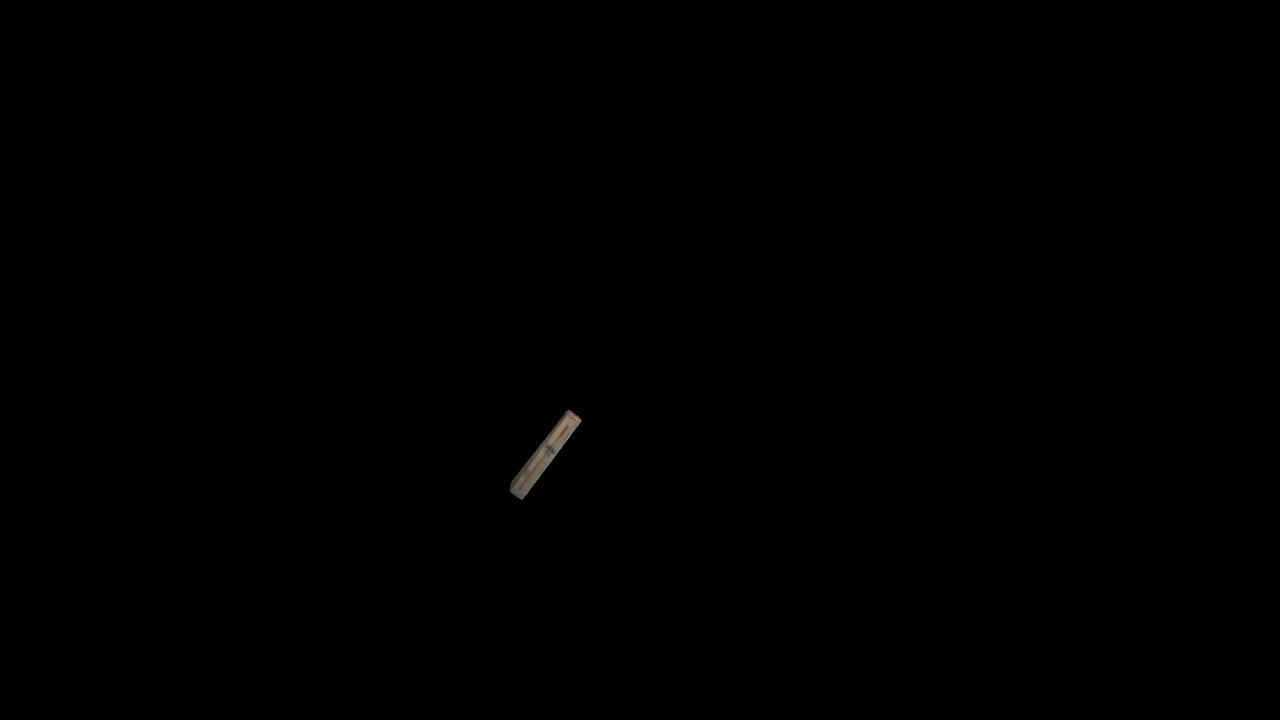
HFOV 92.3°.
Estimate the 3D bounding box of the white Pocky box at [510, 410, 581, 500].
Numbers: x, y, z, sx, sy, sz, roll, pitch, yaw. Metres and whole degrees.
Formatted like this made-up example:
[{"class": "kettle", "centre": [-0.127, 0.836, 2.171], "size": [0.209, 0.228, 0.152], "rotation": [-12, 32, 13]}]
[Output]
[{"class": "white Pocky box", "centre": [-0.152, 0.148, 0.987], "size": [0.028, 0.154, 0.084], "rotation": [38, -8, -5]}]
